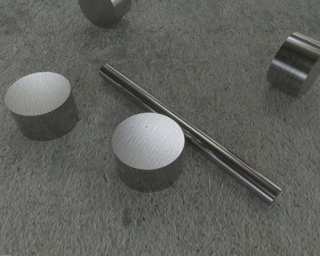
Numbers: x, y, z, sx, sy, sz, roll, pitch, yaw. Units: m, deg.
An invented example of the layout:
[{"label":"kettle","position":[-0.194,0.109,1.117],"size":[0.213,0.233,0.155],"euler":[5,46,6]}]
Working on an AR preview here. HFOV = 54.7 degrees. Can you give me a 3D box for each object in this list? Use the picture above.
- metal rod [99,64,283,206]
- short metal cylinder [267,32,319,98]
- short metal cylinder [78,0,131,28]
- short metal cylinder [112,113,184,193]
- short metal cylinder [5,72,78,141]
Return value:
[{"label":"metal rod","position":[0.022,-0.006,0.408],"size":[0.025,0.025,0.300],"euler":[-37,59,-27]},{"label":"short metal cylinder","position":[0.199,-0.090,0.445],"size":[0.050,0.080,0.080],"euler":[37,59,26]},{"label":"short metal cylinder","position":[-0.099,-0.229,0.559],"size":[0.080,0.080,0.050],"euler":[23,54,18]},{"label":"short metal cylinder","position":[-0.013,0.028,0.363],"size":[0.081,0.050,0.080],"euler":[0,50,0]},{"label":"short metal cylinder","position":[-0.154,-0.029,0.410],"size":[0.081,0.050,0.080],"euler":[0,50,0]}]
